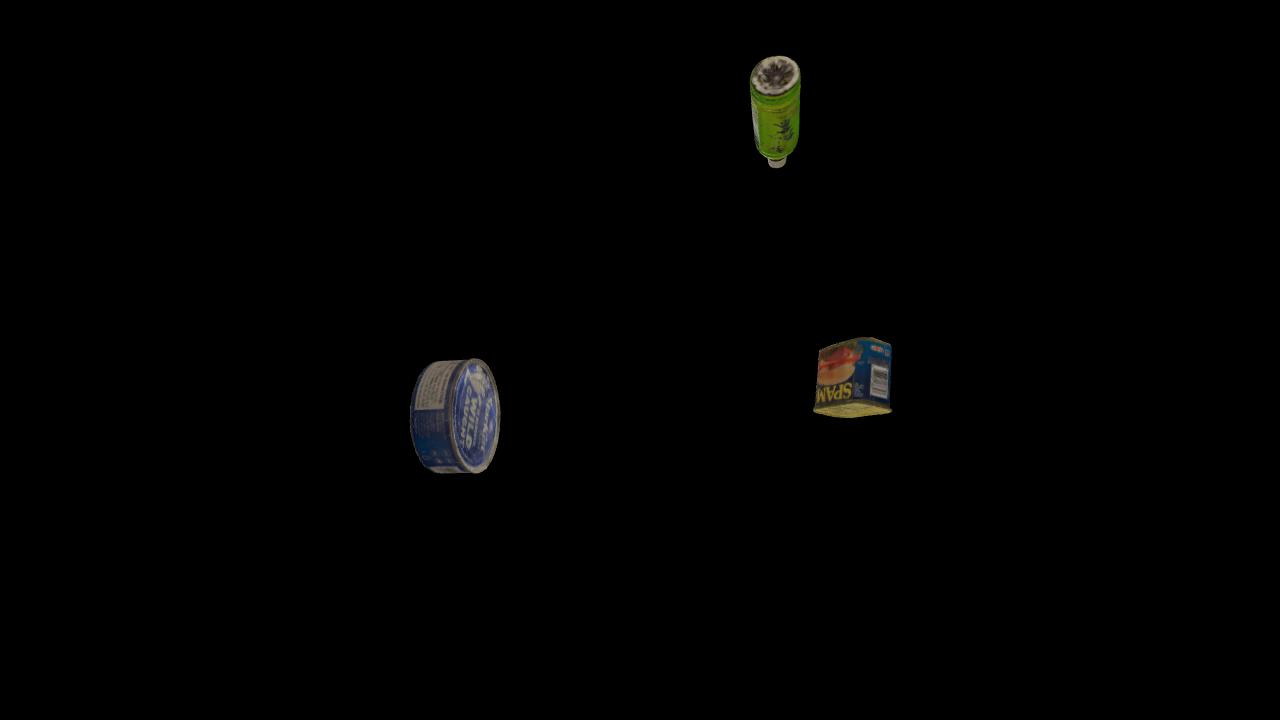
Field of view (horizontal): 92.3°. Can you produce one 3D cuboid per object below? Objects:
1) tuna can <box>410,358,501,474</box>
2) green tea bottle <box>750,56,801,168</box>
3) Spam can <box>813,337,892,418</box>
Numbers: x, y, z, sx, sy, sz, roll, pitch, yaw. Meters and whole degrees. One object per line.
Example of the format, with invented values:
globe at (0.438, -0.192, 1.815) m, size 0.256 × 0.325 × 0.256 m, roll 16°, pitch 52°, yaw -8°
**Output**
tuna can at (-0.134, 0.041, 0.451) m, size 0.034 × 0.084 × 0.084 m, roll -3°, pitch 0°, yaw 9°
green tea bottle at (0.207, -0.364, 0.939) m, size 0.073 × 0.073 × 0.212 m, roll 0°, pitch -13°, yaw 12°
Spam can at (0.268, 0.024, 0.775) m, size 0.058 × 0.085 × 0.101 m, roll 13°, pitch -14°, yaw -19°
